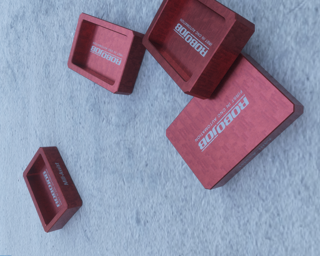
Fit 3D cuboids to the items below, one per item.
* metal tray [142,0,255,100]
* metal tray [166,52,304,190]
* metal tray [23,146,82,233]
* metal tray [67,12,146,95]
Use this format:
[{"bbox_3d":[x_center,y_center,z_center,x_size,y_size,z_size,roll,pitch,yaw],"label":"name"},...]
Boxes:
[{"bbox_3d":[0.034,-0.104,0.348,0.089,0.030,0.130,-57,41,23],"label":"metal tray"},{"bbox_3d":[0.074,-0.006,0.340,0.129,0.030,0.090,-51,61,27],"label":"metal tray"},{"bbox_3d":[-0.198,0.109,0.561,0.090,0.030,0.130,-48,62,29],"label":"metal tray"},{"bbox_3d":[-0.083,-0.114,0.467,0.130,0.030,0.089,31,109,35],"label":"metal tray"}]
